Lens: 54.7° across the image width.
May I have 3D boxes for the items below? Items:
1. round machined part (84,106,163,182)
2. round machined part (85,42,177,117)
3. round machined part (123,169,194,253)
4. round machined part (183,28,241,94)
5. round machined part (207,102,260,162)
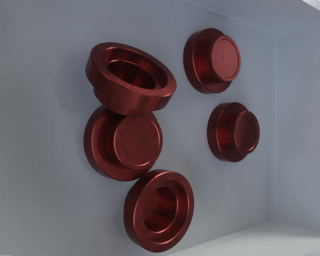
[{"bbox_3d":[-0.035,0.014,0.366,0.099,0.042,0.097,0,90,-40],"label":"round machined part"},{"bbox_3d":[-0.035,-0.050,0.344,0.099,0.098,0.042,-4,137,-40],"label":"round machined part"},{"bbox_3d":[-0.006,0.100,0.389,0.099,0.042,0.097,-3,95,-41],"label":"round machined part"},{"bbox_3d":[0.084,-0.101,0.466,0.099,0.042,0.097,0,90,-40],"label":"round machined part"},{"bbox_3d":[0.124,0.007,0.499,0.099,0.042,0.097,0,90,-40],"label":"round machined part"}]
